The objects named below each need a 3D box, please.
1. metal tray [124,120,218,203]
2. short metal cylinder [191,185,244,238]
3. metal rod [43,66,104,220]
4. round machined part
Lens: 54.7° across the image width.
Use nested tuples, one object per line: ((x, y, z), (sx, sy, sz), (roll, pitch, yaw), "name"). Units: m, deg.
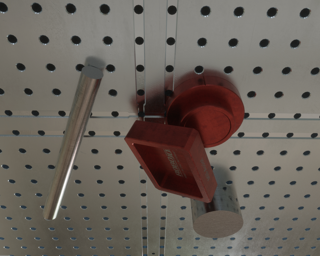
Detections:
((0.019, 0.047, 0.413), (0.090, 0.030, 0.130), (8, 144, 30), "metal tray")
((0.093, 0.140, 0.516), (0.081, 0.050, 0.079), (0, 130, 0), "short metal cylinder")
((-0.133, 0.042, 0.445), (0.025, 0.025, 0.298), (17, 128, -14), "metal rod")
((0.057, -0.013, 0.391), (0.099, 0.042, 0.097), (0, 130, 0), "round machined part")
